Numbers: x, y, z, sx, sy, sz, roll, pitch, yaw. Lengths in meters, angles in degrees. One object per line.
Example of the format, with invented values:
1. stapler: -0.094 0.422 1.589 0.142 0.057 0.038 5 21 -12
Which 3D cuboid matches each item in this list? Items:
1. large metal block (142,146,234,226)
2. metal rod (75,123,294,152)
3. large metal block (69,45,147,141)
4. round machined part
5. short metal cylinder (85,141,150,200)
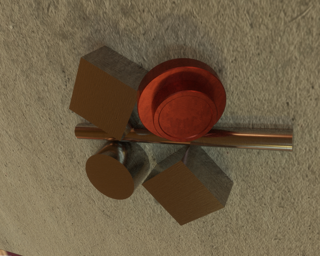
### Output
1. large metal block: 0.037 0.075 0.418 0.080 0.050 0.080 48 129 -6
2. metal rod: 0.012 0.009 0.408 0.301 0.025 0.025 2 119 27
3. large metal block: -0.060 -0.044 0.392 0.080 0.050 0.079 32 128 7
4. round machined part: 0.024 -0.023 0.339 0.099 0.042 0.097 -4 129 -5
5. short metal cylinder: -0.062 0.059 0.459 0.080 0.050 0.079 13 124 20
